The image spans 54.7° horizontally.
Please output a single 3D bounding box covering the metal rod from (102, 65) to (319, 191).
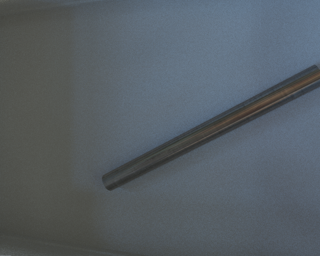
[{"bbox_3d":[0.053,0.008,0.391,0.300,0.025,0.025,-28,81,17],"label":"metal rod"}]
